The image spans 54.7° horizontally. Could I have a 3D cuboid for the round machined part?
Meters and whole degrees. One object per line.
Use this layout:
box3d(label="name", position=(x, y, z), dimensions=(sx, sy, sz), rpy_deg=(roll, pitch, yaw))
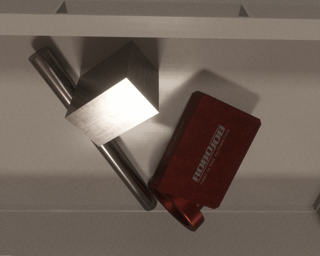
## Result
box3d(label="round machined part", position=(0.030, 0.104, 0.463), dimensions=(0.042, 0.098, 0.098), rpy_deg=(-42, 129, -17))

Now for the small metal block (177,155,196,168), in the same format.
box3d(label="small metal block", position=(0.043, 0.053, 0.439), dimensions=(0.050, 0.050, 0.025), rpy_deg=(30, 123, -24))

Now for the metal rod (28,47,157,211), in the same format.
box3d(label="metal rod", position=(-0.074, 0.023, 0.427), dimensions=(0.025, 0.025, 0.299), rpy_deg=(-18, 128, 14))

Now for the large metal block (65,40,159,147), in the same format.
box3d(label="large metal block", position=(-0.049, -0.038, 0.340), dimensions=(0.080, 0.080, 0.050), rpy_deg=(-29, 125, 22))

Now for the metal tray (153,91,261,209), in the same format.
box3d(label="metal tray", position=(0.059, 0.029, 0.393), dimensions=(0.091, 0.030, 0.129), rpy_deg=(23, 98, -18))
